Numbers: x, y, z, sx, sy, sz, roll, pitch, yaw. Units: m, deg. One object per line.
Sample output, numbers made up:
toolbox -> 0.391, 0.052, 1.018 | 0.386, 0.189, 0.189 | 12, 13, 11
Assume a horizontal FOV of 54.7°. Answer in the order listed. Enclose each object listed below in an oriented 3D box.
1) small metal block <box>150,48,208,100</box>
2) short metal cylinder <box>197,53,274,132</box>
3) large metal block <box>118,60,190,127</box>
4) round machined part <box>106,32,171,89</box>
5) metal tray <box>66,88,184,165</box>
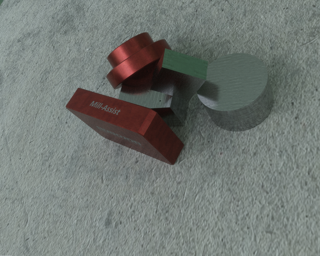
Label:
small metal block -> 0.021, -0.060, 0.356 | 0.050, 0.050, 0.025 | 14, 65, -11
short metal cylinder -> 0.090, -0.042, 0.369 | 0.080, 0.050, 0.080 | -13, 56, 21
large metal block -> -0.005, -0.047, 0.422 | 0.080, 0.050, 0.080 | -1, 61, 27
round machined part -> -0.035, -0.098, 0.436 | 0.098, 0.098, 0.042 | -32, 96, 7
metal tray -> -0.044, -0.002, 0.387 | 0.130, 0.090, 0.030 | 18, 72, 35
